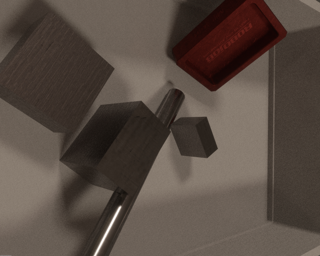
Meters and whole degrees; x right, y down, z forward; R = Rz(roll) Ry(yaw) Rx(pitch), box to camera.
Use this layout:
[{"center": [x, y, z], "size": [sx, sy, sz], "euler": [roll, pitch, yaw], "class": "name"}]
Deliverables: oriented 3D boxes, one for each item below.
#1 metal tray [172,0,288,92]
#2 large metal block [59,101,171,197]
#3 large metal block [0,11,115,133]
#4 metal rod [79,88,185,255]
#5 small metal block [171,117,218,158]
[{"center": [0.093, -0.116, 0.422], "size": [0.090, 0.130, 0.030], "euler": [29, 33, -39], "class": "metal tray"}, {"center": [-0.048, 0.019, 0.332], "size": [0.050, 0.080, 0.080], "euler": [46, 62, -30], "class": "large metal block"}, {"center": [-0.106, -0.050, 0.303], "size": [0.080, 0.050, 0.080], "euler": [41, 65, -33], "class": "large metal block"}, {"center": [-0.032, 0.061, 0.338], "size": [0.025, 0.025, 0.301], "euler": [51, 47, -28], "class": "metal rod"}, {"center": [0.047, 0.012, 0.432], "size": [0.025, 0.050, 0.050], "euler": [-35, 112, -35], "class": "small metal block"}]
